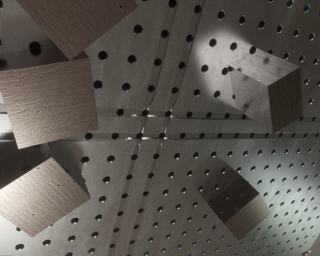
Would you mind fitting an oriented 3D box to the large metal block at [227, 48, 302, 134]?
[{"bbox_3d":[0.144,-0.052,0.424,0.050,0.080,0.080,-30,129,-9],"label":"large metal block"}]

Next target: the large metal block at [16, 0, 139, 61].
[{"bbox_3d":[-0.080,-0.122,0.276,0.080,0.050,0.080,-39,130,-2],"label":"large metal block"}]

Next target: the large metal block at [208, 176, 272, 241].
[{"bbox_3d":[0.148,0.149,0.571,0.080,0.050,0.080,-40,130,-2],"label":"large metal block"}]

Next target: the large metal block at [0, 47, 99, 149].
[{"bbox_3d":[-0.112,-0.034,0.313,0.081,0.050,0.079,-14,125,-21],"label":"large metal block"}]

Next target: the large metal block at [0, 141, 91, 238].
[{"bbox_3d":[-0.141,0.067,0.360,0.080,0.050,0.080,-34,129,-7],"label":"large metal block"}]
